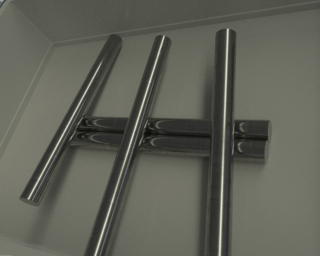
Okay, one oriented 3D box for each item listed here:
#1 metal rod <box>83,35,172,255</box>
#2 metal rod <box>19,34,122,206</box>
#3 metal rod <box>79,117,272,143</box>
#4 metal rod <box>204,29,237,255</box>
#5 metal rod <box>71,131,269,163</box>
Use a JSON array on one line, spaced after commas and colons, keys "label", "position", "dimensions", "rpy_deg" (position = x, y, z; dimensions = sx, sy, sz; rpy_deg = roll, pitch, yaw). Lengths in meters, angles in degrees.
[{"label": "metal rod", "position": [-0.032, 0.007, 0.383], "dimensions": [0.025, 0.025, 0.300], "rpy_deg": [2, 62, 28]}, {"label": "metal rod", "position": [-0.117, -0.031, 0.452], "dimensions": [0.025, 0.025, 0.300], "rpy_deg": [-1, 53, 27]}, {"label": "metal rod", "position": [-0.012, -0.001, 0.410], "dimensions": [0.300, 0.025, 0.025], "rpy_deg": [2, 63, 28]}, {"label": "metal rod", "position": [0.064, 0.028, 0.323], "dimensions": [0.025, 0.025, 0.299], "rpy_deg": [-4, 68, 26]}, {"label": "metal rod", "position": [-0.018, 0.020, 0.400], "dimensions": [0.300, 0.025, 0.025], "rpy_deg": [2, 63, 28]}]
